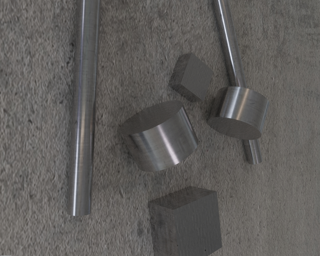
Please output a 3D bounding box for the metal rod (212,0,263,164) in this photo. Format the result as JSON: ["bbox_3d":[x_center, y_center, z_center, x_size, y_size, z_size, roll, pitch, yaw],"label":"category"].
[{"bbox_3d":[0.128,-0.081,0.511,0.025,0.025,0.298,-26,106,-37],"label":"metal rod"}]

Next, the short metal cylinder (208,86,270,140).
[{"bbox_3d":[0.118,-0.021,0.468,0.080,0.080,0.050,32,70,-36],"label":"short metal cylinder"}]

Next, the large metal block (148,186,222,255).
[{"bbox_3d":[0.035,0.131,0.418,0.081,0.050,0.079,-11,97,-39],"label":"large metal block"}]

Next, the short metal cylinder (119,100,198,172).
[{"bbox_3d":[-0.001,0.008,0.368,0.080,0.080,0.050,-38,114,-33],"label":"short metal cylinder"}]

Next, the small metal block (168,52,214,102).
[{"bbox_3d":[0.045,-0.071,0.442,0.050,0.025,0.050,31,71,-36],"label":"small metal block"}]

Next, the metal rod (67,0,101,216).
[{"bbox_3d":[-0.081,-0.058,0.336,0.025,0.025,0.298,4,88,-40],"label":"metal rod"}]
